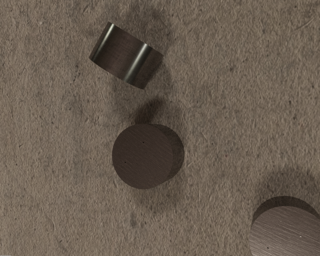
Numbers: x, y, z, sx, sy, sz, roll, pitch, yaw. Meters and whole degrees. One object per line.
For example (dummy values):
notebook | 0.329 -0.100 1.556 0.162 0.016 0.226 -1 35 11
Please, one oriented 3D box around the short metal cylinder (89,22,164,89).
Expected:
short metal cylinder | -0.042 -0.091 0.394 0.080 0.080 0.050 35 101 16

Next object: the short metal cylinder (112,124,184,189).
short metal cylinder | -0.014 0.035 0.400 0.080 0.050 0.079 0 90 19

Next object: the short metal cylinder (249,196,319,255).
short metal cylinder | 0.143 0.121 0.345 0.080 0.050 0.079 0 90 19
